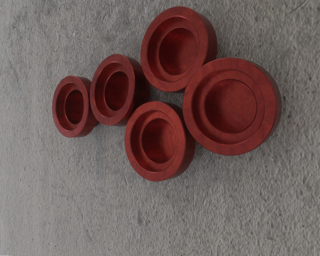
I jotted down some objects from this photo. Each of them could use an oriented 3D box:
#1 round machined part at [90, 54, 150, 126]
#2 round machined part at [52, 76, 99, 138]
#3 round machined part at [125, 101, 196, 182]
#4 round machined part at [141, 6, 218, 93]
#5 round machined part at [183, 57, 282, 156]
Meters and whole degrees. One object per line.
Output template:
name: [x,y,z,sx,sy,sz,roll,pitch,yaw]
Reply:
round machined part: [-0.052,-0.050,0.433,0.098,0.042,0.097,-6,81,43]
round machined part: [-0.129,-0.033,0.500,0.098,0.042,0.097,0,90,40]
round machined part: [0.004,0.016,0.390,0.098,0.042,0.097,0,91,39]
round machined part: [0.026,-0.090,0.372,0.098,0.042,0.097,0,90,40]
round machined part: [0.077,-0.023,0.324,0.098,0.042,0.097,5,100,33]
